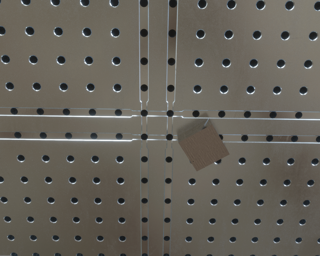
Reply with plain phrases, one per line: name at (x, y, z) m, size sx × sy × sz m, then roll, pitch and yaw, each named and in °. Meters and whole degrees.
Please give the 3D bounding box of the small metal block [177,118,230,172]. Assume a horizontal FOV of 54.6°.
small metal block at (0.059, 0.023, 0.422) m, size 0.050 × 0.025 × 0.050 m, roll -30°, pitch 108°, yaw 10°
